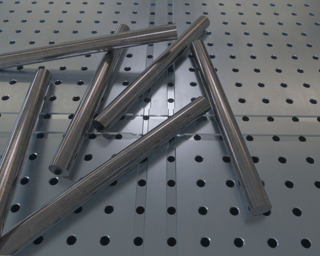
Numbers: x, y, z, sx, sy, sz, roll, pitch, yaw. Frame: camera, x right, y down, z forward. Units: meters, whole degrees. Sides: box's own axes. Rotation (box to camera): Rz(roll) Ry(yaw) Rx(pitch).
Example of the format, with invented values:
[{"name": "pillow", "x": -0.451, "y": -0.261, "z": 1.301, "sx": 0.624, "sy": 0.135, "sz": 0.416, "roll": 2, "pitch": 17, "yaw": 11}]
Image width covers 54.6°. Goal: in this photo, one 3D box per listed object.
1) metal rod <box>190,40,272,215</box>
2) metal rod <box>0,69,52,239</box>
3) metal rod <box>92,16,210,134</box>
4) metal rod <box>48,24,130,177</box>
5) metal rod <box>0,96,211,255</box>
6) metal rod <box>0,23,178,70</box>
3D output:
[{"name": "metal rod", "x": 0.086, "y": -0.025, "z": 0.429, "sx": 0.025, "sy": 0.025, "sz": 0.300, "roll": -7, "pitch": 50, "yaw": -6}, {"name": "metal rod", "x": -0.169, "y": 0.024, "z": 0.368, "sx": 0.025, "sy": 0.025, "sz": 0.300, "roll": -3, "pitch": 44, "yaw": -2}, {"name": "metal rod", "x": 0.000, "y": -0.098, "z": 0.490, "sx": 0.025, "sy": 0.025, "sz": 0.301, "roll": 26, "pitch": 55, "yaw": 20}, {"name": "metal rod", "x": -0.092, "y": -0.062, "z": 0.459, "sx": 0.025, "sy": 0.025, "sz": 0.300, "roll": 8, "pitch": 50, "yaw": 7}, {"name": "metal rod", "x": -0.049, "y": 0.044, "z": 0.370, "sx": 0.302, "sy": 0.025, "sz": 0.025, "roll": -35, "pitch": 58, "yaw": -26}, {"name": "metal rod", "x": -0.123, "y": -0.126, "z": 0.487, "sx": 0.301, "sy": 0.025, "sz": 0.025, "roll": -9, "pitch": 50, "yaw": 3}]
